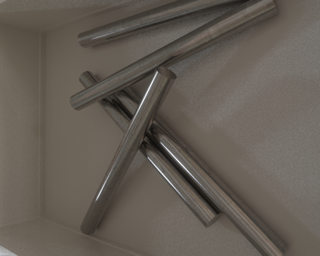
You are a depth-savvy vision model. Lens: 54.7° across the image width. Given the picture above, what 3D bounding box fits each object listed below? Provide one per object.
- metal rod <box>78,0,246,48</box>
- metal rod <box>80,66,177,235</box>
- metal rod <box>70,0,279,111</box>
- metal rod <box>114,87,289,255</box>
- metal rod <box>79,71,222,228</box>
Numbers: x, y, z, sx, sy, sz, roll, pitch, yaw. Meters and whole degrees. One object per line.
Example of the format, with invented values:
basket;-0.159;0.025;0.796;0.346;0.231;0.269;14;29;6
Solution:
metal rod;-0.007;-0.145;0.410;0.300;0.025;0.025;-1;90;39
metal rod;-0.055;0.050;0.422;0.025;0.025;0.298;48;126;29
metal rod;-0.005;-0.083;0.388;0.300;0.025;0.025;-20;77;31
metal rod;0.029;0.034;0.381;0.300;0.025;0.025;46;117;30
metal rod;-0.029;0.012;0.428;0.300;0.025;0.025;46;117;30
